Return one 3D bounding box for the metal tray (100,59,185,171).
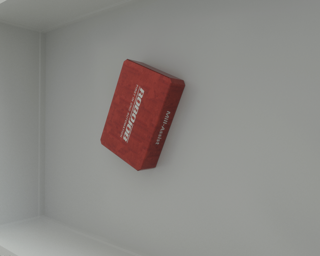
[{"bbox_3d":[-0.028,-0.019,0.424,0.090,0.030,0.129,30,109,35],"label":"metal tray"}]
